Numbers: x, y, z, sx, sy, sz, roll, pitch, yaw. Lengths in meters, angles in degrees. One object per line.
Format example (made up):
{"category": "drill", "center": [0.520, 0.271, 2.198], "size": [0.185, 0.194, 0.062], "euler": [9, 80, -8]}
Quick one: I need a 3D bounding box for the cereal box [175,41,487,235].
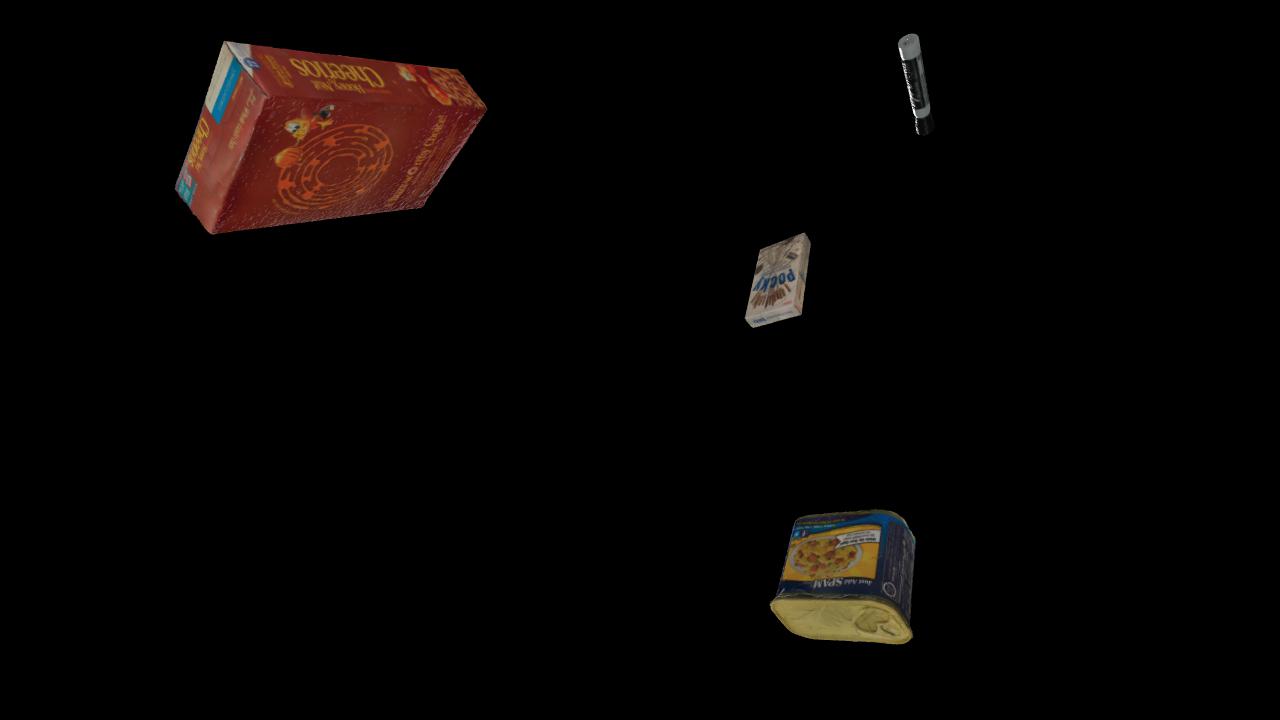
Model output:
{"category": "cereal box", "center": [-0.353, -0.259, 0.734], "size": [0.203, 0.081, 0.306], "euler": [-40, -5, 35]}

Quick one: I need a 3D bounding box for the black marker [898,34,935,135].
{"category": "black marker", "center": [0.286, -0.279, 0.635], "size": [0.020, 0.020, 0.121], "euler": [0, -27, 34]}

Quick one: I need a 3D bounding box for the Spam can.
{"category": "Spam can", "center": [0.165, 0.172, 0.495], "size": [0.101, 0.058, 0.085], "euler": [-17, 31, 38]}

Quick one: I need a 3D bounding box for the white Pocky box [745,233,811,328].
{"category": "white Pocky box", "center": [0.211, -0.121, 0.933], "size": [0.084, 0.154, 0.028], "euler": [-16, -47, 39]}
